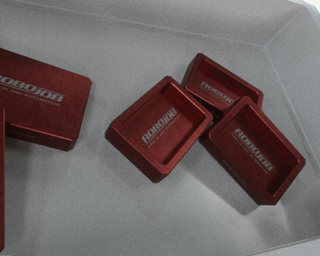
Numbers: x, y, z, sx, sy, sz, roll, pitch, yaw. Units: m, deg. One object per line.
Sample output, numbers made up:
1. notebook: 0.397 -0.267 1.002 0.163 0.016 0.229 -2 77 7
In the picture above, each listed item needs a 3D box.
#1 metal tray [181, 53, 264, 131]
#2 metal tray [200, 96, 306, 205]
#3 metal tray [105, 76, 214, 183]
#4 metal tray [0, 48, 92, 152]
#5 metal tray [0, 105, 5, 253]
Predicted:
1. metal tray: 0.098 -0.051 0.488 0.131 0.030 0.090 30 52 -10
2. metal tray: 0.130 0.032 0.431 0.130 0.030 0.090 47 68 -3
3. metal tray: 0.004 -0.003 0.407 0.090 0.030 0.131 43 51 1
4. metal tray: -0.150 -0.034 0.343 0.131 0.030 0.090 17 55 -19
5. metal tray: -0.180 0.044 0.257 0.091 0.030 0.129 0 76 -28
